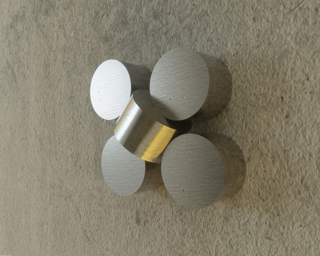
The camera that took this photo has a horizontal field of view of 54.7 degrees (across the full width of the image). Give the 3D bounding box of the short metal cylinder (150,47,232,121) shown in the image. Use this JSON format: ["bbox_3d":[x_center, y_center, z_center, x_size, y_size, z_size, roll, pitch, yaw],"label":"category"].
[{"bbox_3d":[0.035,-0.048,0.357,0.080,0.050,0.079,0,90,39],"label":"short metal cylinder"}]

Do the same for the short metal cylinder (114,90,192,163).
[{"bbox_3d":[-0.009,-0.003,0.376,0.080,0.081,0.050,47,118,29],"label":"short metal cylinder"}]

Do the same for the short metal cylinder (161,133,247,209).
[{"bbox_3d":[0.048,0.046,0.347,0.080,0.050,0.079,0,90,39],"label":"short metal cylinder"}]

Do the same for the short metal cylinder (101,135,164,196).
[{"bbox_3d":[-0.032,0.046,0.413,0.080,0.050,0.079,0,90,39],"label":"short metal cylinder"}]

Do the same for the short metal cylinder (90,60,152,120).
[{"bbox_3d":[-0.051,-0.051,0.429,0.080,0.050,0.079,0,90,39],"label":"short metal cylinder"}]
